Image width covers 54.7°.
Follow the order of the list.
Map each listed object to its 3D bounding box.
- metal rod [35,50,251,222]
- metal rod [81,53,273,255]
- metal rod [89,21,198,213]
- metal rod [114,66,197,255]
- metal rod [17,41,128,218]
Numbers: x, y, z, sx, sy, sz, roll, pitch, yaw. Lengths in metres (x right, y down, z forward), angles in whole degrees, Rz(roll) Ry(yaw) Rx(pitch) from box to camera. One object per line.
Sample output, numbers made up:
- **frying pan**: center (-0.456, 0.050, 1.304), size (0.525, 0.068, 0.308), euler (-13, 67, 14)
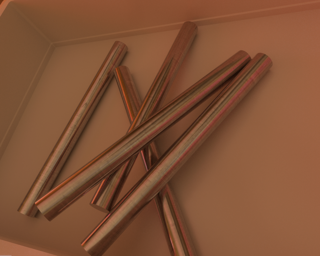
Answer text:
- **metal rod**: center (-0.003, -0.004, 0.356), size (0.301, 0.025, 0.025), euler (-37, 49, -19)
- **metal rod**: center (0.029, 0.020, 0.352), size (0.301, 0.025, 0.025), euler (-46, 51, -14)
- **metal rod**: center (-0.009, -0.033, 0.404), size (0.025, 0.025, 0.300), euler (6, 57, 31)
- **metal rod**: center (-0.017, 0.022, 0.399), size (0.025, 0.025, 0.299), euler (-29, 52, 10)
- **metal rod**: center (-0.125, -0.010, 0.475), size (0.025, 0.025, 0.300), euler (12, 68, 33)
